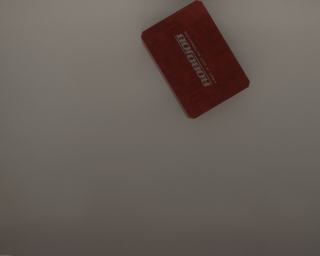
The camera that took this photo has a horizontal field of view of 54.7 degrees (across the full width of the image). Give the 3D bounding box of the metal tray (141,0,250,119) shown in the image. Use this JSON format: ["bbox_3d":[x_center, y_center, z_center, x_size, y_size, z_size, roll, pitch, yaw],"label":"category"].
[{"bbox_3d":[0.046,-0.088,0.410,0.090,0.030,0.130,-31,90,-1],"label":"metal tray"}]
